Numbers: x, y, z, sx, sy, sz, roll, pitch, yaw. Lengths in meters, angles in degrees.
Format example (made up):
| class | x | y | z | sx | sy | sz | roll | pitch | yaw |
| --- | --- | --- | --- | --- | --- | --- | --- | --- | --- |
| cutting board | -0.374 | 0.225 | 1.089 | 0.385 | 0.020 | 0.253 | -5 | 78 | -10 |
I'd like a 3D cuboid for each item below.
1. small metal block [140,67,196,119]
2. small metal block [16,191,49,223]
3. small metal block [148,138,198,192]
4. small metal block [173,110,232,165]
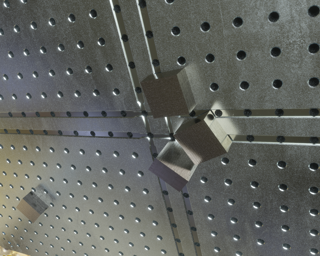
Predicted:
| class | x | y | z | sx | sy | sz | roll | pitch | yaw |
| --- | --- | --- | --- | --- | --- | --- | --- | --- | --- |
| small metal block | 0.011 | -0.042 | 0.380 | 0.050 | 0.025 | 0.050 | -7 | 115 | 31 |
| small metal block | -0.272 | 0.169 | 0.661 | 0.050 | 0.025 | 0.050 | 44 | 129 | -2 |
| small metal block | 0.020 | 0.049 | 0.415 | 0.050 | 0.050 | 0.025 | 35 | 129 | 5 |
| small metal block | 0.054 | 0.013 | 0.392 | 0.050 | 0.025 | 0.050 | -29 | 103 | 37 |
